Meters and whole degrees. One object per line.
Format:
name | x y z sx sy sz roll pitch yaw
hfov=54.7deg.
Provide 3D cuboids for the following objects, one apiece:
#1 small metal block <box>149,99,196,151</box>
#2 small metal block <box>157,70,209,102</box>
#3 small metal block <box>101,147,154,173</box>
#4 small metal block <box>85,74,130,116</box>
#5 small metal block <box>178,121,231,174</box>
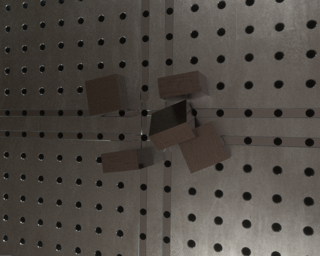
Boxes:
small metal block | 0.016 -0.004 0.391 0.050 0.050 0.025 -21 122 18
small metal block | 0.030 -0.051 0.388 0.050 0.050 0.025 -8 88 19
small metal block | -0.043 0.042 0.413 0.050 0.050 0.025 -8 87 19
small metal block | -0.074 -0.045 0.438 0.050 0.025 0.050 -10 87 19
small metal block | 0.055 0.024 0.393 0.050 0.025 0.050 -25 82 18
